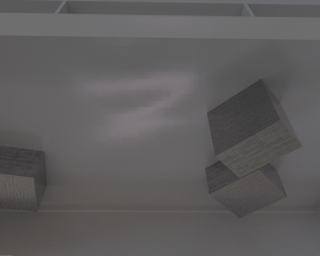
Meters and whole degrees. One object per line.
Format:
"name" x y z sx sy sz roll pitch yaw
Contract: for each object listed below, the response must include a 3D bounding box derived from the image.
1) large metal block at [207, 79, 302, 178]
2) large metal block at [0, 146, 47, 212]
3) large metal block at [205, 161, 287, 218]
"large metal block" 0.109 0.000 0.374 0.080 0.080 0.050 -34 123 25
"large metal block" -0.216 0.075 0.454 0.081 0.050 0.079 8 130 -7
"large metal block" 0.127 0.081 0.463 0.080 0.050 0.080 -34 122 25
